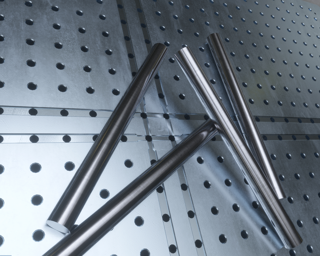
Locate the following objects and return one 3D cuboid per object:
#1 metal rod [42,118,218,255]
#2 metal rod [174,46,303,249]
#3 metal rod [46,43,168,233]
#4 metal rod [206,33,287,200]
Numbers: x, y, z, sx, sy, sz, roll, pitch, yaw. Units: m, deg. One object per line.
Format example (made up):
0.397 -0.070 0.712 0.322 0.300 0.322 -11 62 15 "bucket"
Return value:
-0.013 0.062 0.362 0.025 0.025 0.302 49 51 6 "metal rod"
0.104 0.023 0.423 0.025 0.025 0.299 -26 84 -37 "metal rod"
-0.049 -0.013 0.389 0.025 0.025 0.301 31 52 -8 "metal rod"
0.130 -0.030 0.495 0.025 0.025 0.299 -1 62 -28 "metal rod"
